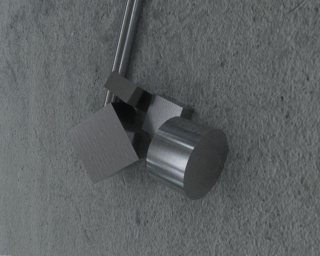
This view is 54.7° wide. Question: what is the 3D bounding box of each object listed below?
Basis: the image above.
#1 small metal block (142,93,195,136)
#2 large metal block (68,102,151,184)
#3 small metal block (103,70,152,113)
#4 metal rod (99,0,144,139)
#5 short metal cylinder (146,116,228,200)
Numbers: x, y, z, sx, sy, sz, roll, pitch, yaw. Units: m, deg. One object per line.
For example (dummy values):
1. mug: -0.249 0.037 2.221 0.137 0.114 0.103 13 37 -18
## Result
1. small metal block: 0.010 -0.011 0.395 0.050 0.025 0.050 30 109 35
2. large metal block: -0.065 0.019 0.421 0.080 0.050 0.080 -30 82 24
3. small metal block: -0.038 -0.048 0.415 0.050 0.050 0.025 36 97 33
4. metal rod: -0.058 -0.094 0.450 0.025 0.025 0.298 24 105 37
5. short metal cylinder: 0.031 0.032 0.342 0.050 0.081 0.079 21 103 38
